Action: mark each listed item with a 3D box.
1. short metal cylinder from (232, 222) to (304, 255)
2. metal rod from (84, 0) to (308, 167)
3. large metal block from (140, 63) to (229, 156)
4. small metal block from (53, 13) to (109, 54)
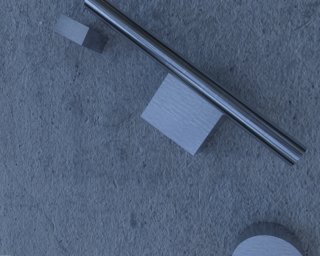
[{"bbox_3d":[0.124,0.154,0.352,0.080,0.050,0.079,0,90,19],"label":"short metal cylinder"},{"bbox_3d":[0.027,-0.064,0.345,0.300,0.025,0.025,40,103,15],"label":"metal rod"},{"bbox_3d":[0.037,-0.024,0.382,0.080,0.050,0.080,37,101,16],"label":"large metal block"},{"bbox_3d":[-0.109,-0.131,0.433,0.050,0.050,0.025,30,100,17],"label":"small metal block"}]
